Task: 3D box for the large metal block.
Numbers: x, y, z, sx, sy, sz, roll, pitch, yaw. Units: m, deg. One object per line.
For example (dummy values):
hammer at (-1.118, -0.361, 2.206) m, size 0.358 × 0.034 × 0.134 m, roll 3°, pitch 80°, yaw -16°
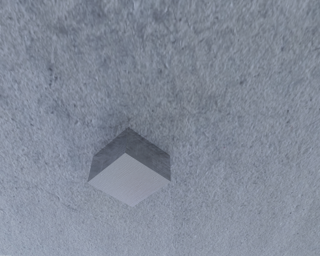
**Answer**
large metal block at (-0.042, 0.057, 0.439) m, size 0.080 × 0.050 × 0.080 m, roll 36°, pitch 121°, yaw -27°
